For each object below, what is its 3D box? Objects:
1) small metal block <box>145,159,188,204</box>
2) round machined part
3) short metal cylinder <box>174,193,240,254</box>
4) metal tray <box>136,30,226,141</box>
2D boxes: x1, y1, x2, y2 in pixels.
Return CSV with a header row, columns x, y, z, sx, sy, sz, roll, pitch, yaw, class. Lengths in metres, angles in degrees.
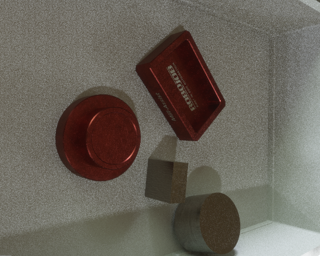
x,y,z,sx,sy,sz,roll,pitch,yaw,class
0.008,0.067,0.399,0.025,0.050,0.050,9,84,-40,small metal block
-0.061,0.011,0.346,0.099,0.042,0.097,0,90,-40,round machined part
0.067,0.134,0.437,0.081,0.050,0.080,14,66,-35,short metal cylinder
0.034,-0.057,0.433,0.090,0.030,0.130,-48,119,-29,metal tray
